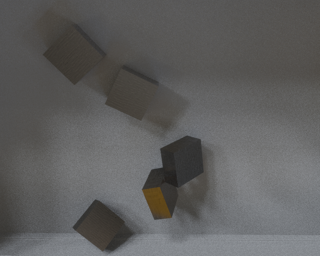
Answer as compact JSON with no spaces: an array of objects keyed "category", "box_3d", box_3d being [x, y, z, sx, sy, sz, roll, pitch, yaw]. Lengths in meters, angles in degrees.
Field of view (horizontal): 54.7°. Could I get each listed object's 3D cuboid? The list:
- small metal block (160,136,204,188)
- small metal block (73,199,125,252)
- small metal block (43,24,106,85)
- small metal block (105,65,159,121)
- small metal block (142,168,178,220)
[{"category":"small metal block","box_3d":[0.030,0.044,0.413,0.050,0.025,0.050,-24,115,-36]},{"category":"small metal block","box_3d":[-0.088,0.140,0.449,0.050,0.025,0.050,44,67,-14]},{"category":"small metal block","box_3d":[-0.103,-0.089,0.377,0.050,0.025,0.050,-41,105,13]},{"category":"small metal block","box_3d":[-0.035,-0.045,0.394,0.050,0.025,0.050,25,108,-9]},{"category":"small metal block","box_3d":[0.002,0.090,0.428,0.025,0.050,0.050,-13,110,19]}]
